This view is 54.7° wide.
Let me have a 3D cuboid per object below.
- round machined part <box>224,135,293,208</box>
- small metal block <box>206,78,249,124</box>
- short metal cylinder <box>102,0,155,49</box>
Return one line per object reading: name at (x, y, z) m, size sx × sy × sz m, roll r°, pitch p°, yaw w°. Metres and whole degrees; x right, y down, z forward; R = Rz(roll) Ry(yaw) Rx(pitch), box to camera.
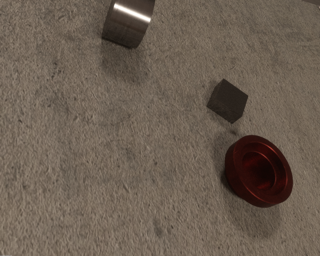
round machined part at (0.130, 0.062, 0.427) m, size 0.099 × 0.042 × 0.098 m, roll 14°, pitch 56°, yaw -21°
small metal block at (0.107, -0.043, 0.490) m, size 0.050 × 0.025 × 0.050 m, roll 34°, pitch 51°, yaw -7°
short metal cylinder at (-0.046, -0.161, 0.443) m, size 0.050 × 0.080 × 0.080 m, roll 17°, pitch 55°, yaw -19°
